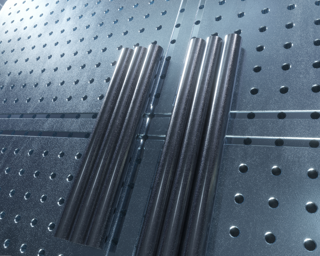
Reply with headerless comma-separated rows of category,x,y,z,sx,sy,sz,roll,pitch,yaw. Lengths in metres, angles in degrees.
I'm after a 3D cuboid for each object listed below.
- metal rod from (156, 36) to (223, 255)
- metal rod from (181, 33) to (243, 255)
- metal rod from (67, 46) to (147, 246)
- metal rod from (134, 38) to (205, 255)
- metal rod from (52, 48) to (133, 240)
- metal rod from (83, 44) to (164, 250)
metal rod,0.042,0.009,0.381,0.025,0.025,0.300,1,62,29
metal rod,0.066,0.009,0.368,0.025,0.025,0.300,1,62,29
metal rod,-0.064,0.008,0.437,0.025,0.025,0.300,1,62,29
metal rod,0.021,0.008,0.393,0.025,0.025,0.300,1,62,29
metal rod,-0.087,0.007,0.450,0.025,0.025,0.300,1,62,29
metal rod,-0.042,0.008,0.426,0.025,0.025,0.300,1,62,29
